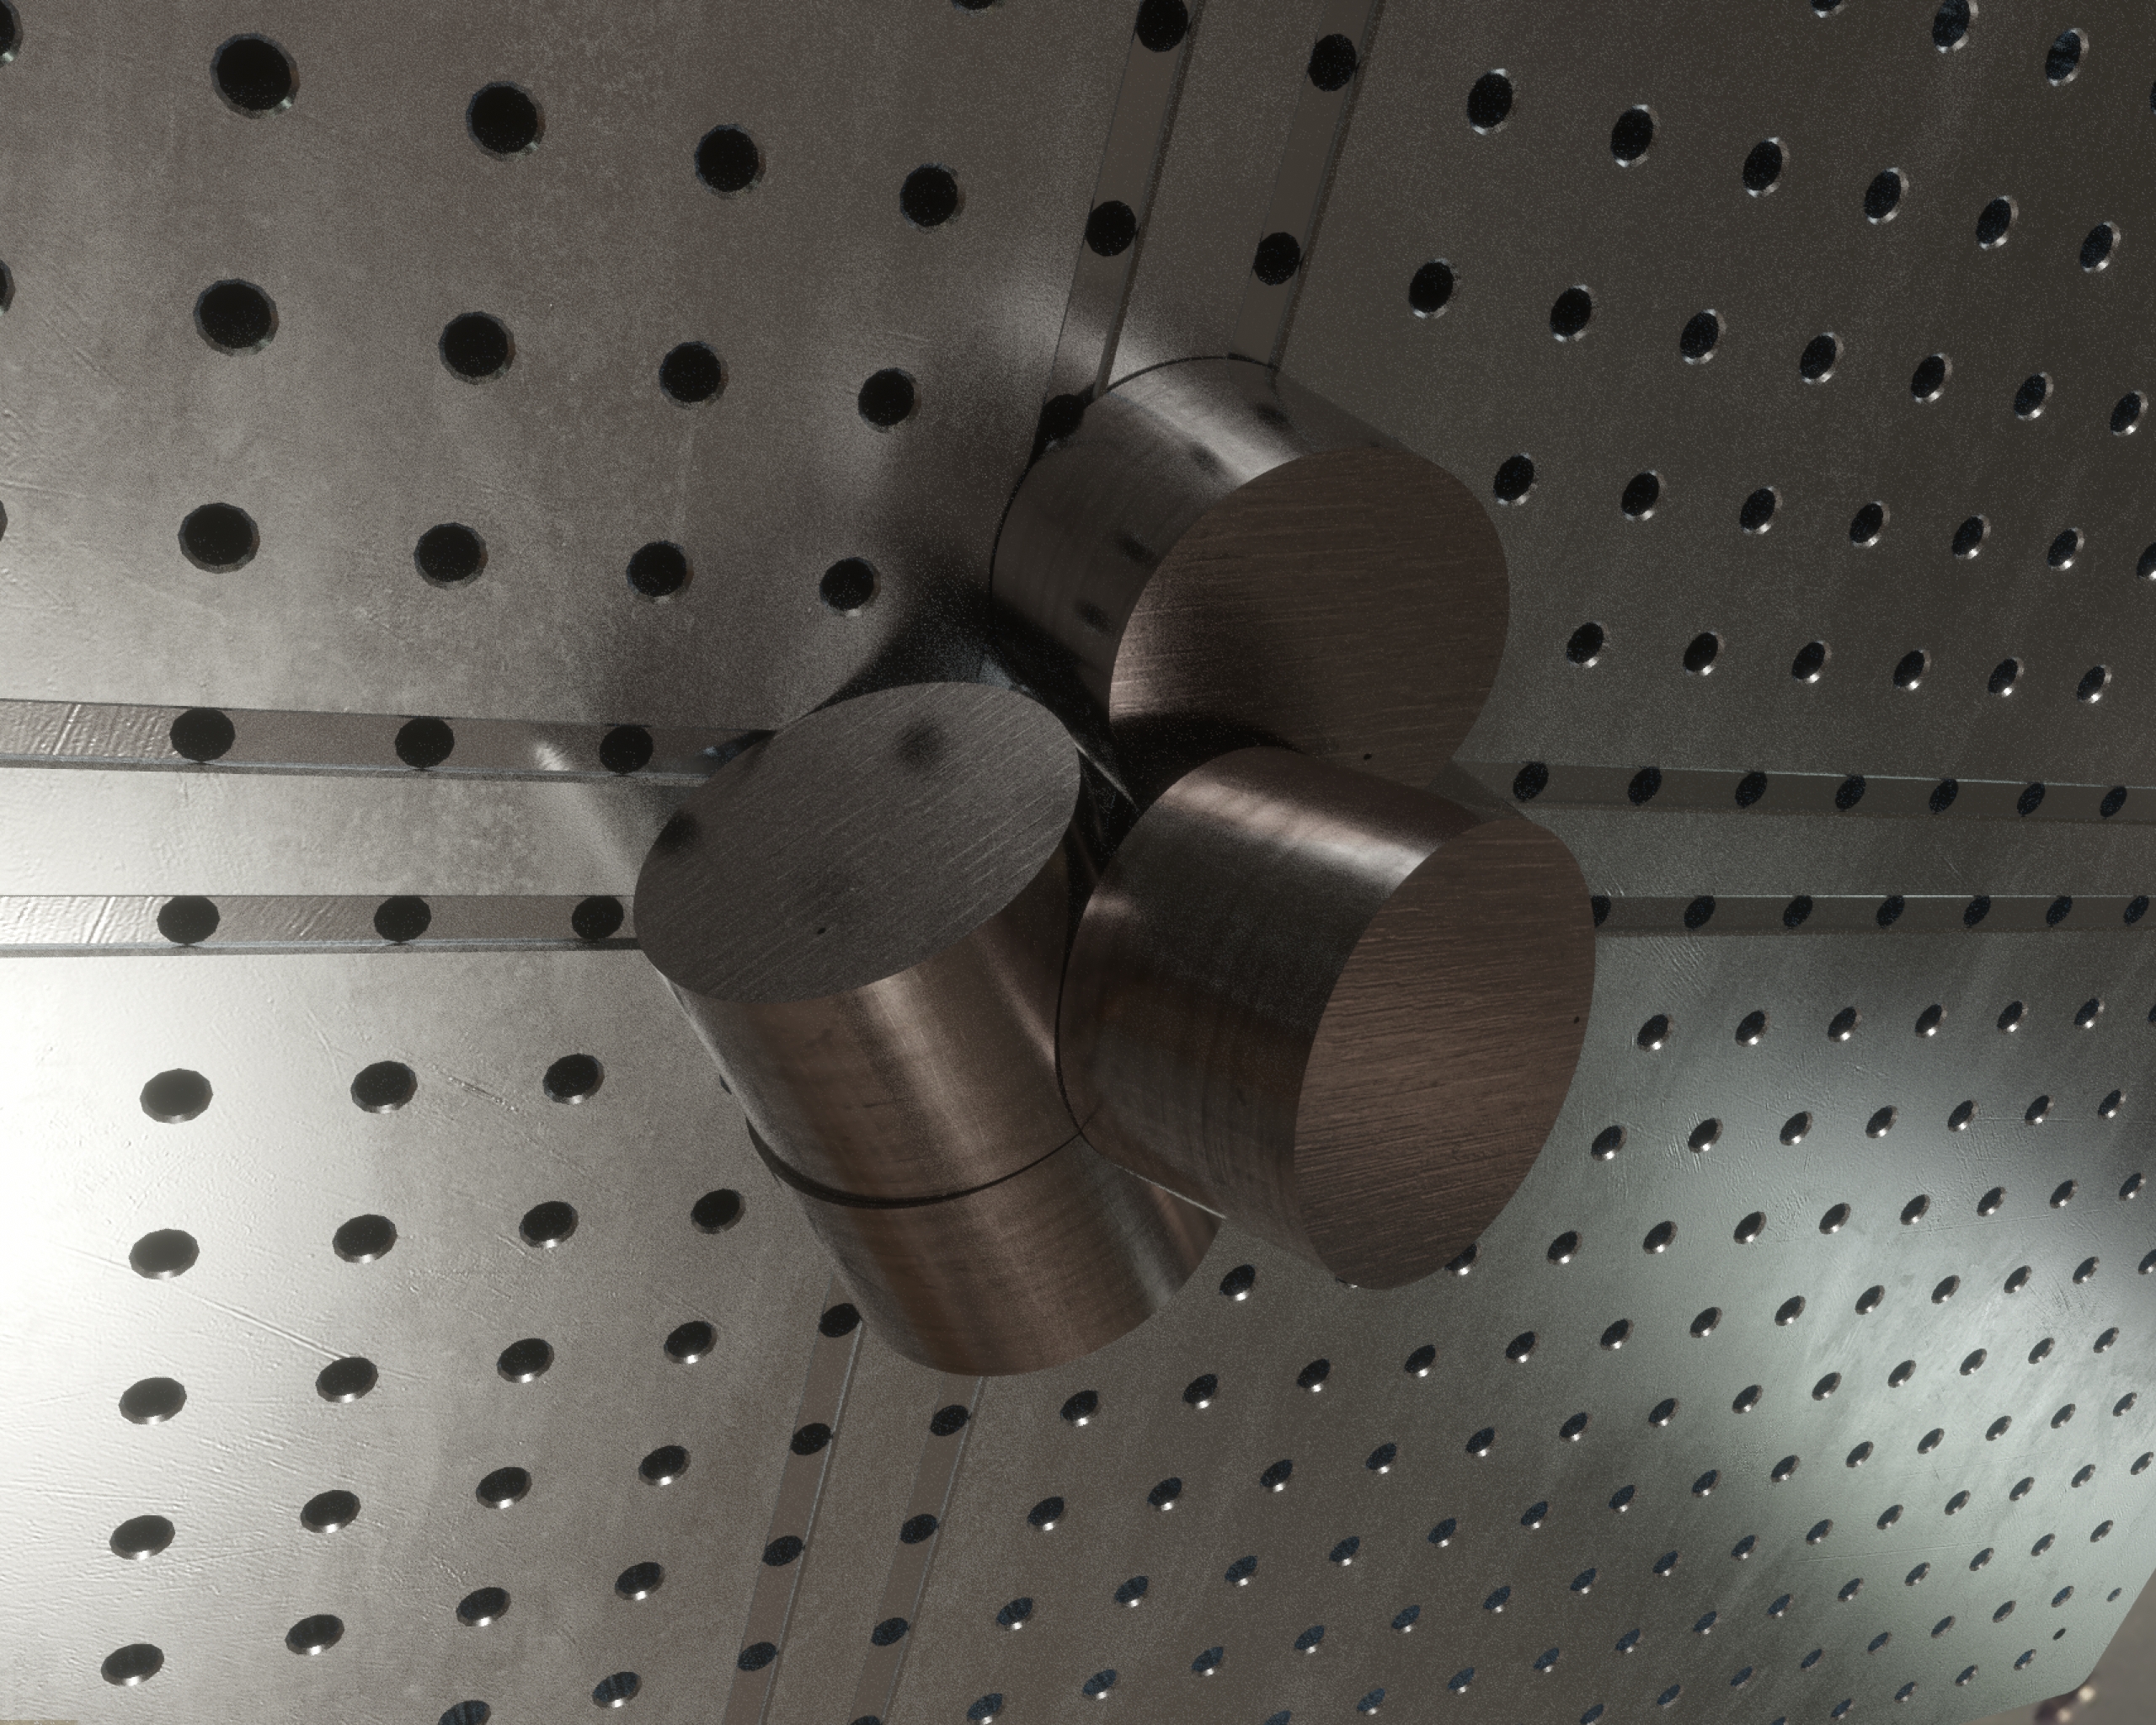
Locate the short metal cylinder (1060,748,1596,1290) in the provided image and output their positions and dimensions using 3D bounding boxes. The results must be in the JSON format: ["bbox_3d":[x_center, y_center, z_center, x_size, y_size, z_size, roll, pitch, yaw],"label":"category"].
[{"bbox_3d":[0.043,0.025,0.352,0.081,0.050,0.079,-20,120,-41],"label":"short metal cylinder"}]

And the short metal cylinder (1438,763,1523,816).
[{"bbox_3d":[0.055,0.012,0.434,0.081,0.050,0.079,-14,125,-21],"label":"short metal cylinder"}]

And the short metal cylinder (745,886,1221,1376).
[{"bbox_3d":[-0.016,0.050,0.399,0.080,0.080,0.050,-30,129,-10],"label":"short metal cylinder"}]

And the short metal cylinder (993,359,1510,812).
[{"bbox_3d":[0.031,-0.046,0.384,0.081,0.050,0.079,-14,125,-21],"label":"short metal cylinder"}]

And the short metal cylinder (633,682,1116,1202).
[{"bbox_3d":[-0.030,0.013,0.368,0.080,0.080,0.050,-30,129,-10],"label":"short metal cylinder"}]
